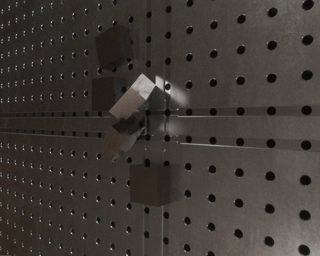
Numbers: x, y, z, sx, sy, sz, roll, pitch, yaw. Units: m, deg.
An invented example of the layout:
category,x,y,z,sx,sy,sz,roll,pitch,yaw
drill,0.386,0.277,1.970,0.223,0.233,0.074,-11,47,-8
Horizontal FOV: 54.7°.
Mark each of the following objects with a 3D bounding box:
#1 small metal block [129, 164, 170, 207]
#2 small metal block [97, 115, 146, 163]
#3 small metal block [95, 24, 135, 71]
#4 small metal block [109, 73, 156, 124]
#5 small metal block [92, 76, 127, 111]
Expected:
category,x,y,z,sx,sy,sz,roll,pitch,yaw
small metal block,-0.014,0.076,0.419,0.050,0.025,0.050,-2,89,39
small metal block,-0.053,0.014,0.428,0.025,0.050,0.050,42,123,10
small metal block,-0.068,-0.119,0.463,0.050,0.025,0.050,-16,80,38
small metal block,-0.037,-0.041,0.418,0.025,0.050,0.050,41,121,-11
small metal block,-0.078,-0.050,0.471,0.050,0.025,0.050,1,91,39
